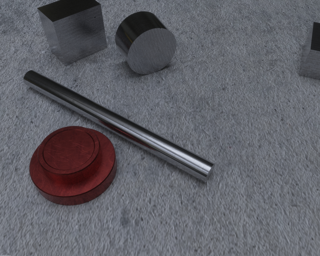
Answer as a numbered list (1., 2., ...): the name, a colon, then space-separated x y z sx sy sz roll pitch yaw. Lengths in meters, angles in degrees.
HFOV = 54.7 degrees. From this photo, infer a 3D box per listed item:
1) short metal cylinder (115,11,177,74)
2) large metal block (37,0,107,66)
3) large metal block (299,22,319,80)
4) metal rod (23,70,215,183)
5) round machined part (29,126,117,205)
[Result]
1. short metal cylinder: -0.022 -0.130 0.476 0.081 0.080 0.050 -21 53 -17
2. large metal block: -0.138 -0.159 0.500 0.081 0.080 0.050 -33 58 -25
3. large metal block: 0.273 -0.117 0.489 0.080 0.050 0.080 16 52 13
4. metal rod: -0.068 -0.011 0.411 0.301 0.025 0.025 27 55 20
5. round machined part: -0.102 0.036 0.361 0.099 0.042 0.098 0 50 0
